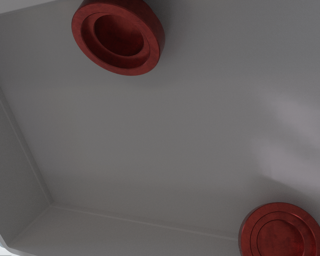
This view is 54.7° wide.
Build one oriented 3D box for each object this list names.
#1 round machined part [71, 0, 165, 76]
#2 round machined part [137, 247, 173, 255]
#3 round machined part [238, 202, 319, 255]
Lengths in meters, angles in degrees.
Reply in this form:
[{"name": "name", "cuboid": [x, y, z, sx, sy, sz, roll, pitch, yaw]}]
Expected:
[{"name": "round machined part", "cuboid": [-0.041, -0.106, 0.338, 0.098, 0.042, 0.098, 13, 148, 9]}, {"name": "round machined part", "cuboid": [-0.006, 0.271, 0.571, 0.098, 0.042, 0.097, 13, 124, 21]}, {"name": "round machined part", "cuboid": [0.147, 0.143, 0.386, 0.098, 0.098, 0.042, 27, 169, 11]}]
